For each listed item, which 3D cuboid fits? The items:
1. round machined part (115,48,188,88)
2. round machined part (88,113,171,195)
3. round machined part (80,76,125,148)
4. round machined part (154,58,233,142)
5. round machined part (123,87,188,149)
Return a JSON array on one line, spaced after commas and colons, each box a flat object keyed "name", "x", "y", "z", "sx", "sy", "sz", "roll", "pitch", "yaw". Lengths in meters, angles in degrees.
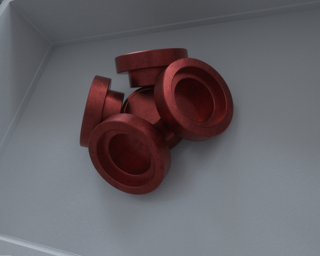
[{"name": "round machined part", "x": -0.010, "y": -0.079, "z": 0.420, "sx": 0.098, "sy": 0.098, "sz": 0.042, "roll": -3, "pitch": 98, "yaw": 26}, {"name": "round machined part", "x": -0.032, "y": 0.027, "z": 0.367, "sx": 0.098, "sy": 0.097, "sz": 0.042, "roll": -1, "pitch": 25, "yaw": 27}, {"name": "round machined part", "x": -0.075, "y": -0.019, "z": 0.418, "sx": 0.042, "sy": 0.098, "sz": 0.098, "roll": 12, "pitch": 62, "yaw": -8}, {"name": "round machined part", "x": 0.036, "y": -0.030, "z": 0.369, "sx": 0.042, "sy": 0.099, "sz": 0.098, "roll": -33, "pitch": 40, "yaw": 55}, {"name": "round machined part", "x": -0.012, "y": -0.017, "z": 0.408, "sx": 0.098, "sy": 0.042, "sz": 0.098, "roll": -13, "pitch": 56, "yaw": 20}]
